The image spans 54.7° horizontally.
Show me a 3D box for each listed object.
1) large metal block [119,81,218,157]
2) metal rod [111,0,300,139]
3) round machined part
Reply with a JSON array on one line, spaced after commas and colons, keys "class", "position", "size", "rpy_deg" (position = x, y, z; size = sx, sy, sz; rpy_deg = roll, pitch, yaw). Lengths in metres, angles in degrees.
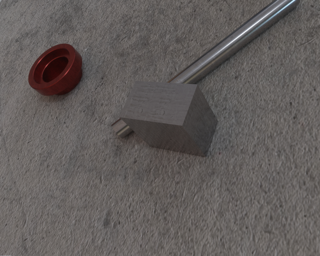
[{"class": "large metal block", "position": [0.013, -0.010, 0.367], "size": [0.080, 0.080, 0.050], "rpy_deg": [8, 66, 31]}, {"class": "metal rod", "position": [0.060, -0.086, 0.423], "size": [0.300, 0.025, 0.025], "rpy_deg": [-37, 51, 2]}, {"class": "round machined part", "position": [-0.176, -0.097, 0.542], "size": [0.098, 0.042, 0.098], "rpy_deg": [-13, 56, 20]}]
